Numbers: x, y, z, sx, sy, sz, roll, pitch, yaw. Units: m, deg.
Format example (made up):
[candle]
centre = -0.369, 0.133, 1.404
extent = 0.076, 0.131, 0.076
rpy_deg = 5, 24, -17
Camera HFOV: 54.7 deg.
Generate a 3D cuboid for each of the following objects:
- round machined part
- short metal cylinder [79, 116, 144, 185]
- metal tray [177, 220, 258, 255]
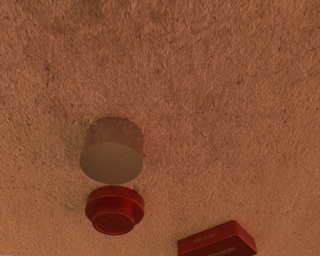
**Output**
[round machined part]
centre = -0.076, 0.144, 0.517
extent = 0.099, 0.042, 0.097
rpy_deg = -1, 130, 0
[short metal cylinder]
centre = -0.063, 0.031, 0.416
extent = 0.081, 0.050, 0.079
rpy_deg = 0, 130, 0
[metal tray]
centre = 0.110, 0.233, 0.605
extent = 0.130, 0.030, 0.090
rpy_deg = -29, 125, 22
